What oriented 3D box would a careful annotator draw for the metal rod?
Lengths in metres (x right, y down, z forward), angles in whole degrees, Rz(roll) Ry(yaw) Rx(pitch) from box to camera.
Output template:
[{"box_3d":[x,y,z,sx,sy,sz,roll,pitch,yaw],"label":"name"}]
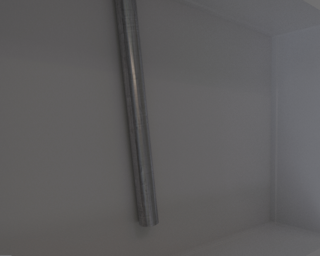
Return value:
[{"box_3d":[-0.029,-0.027,0.381,0.025,0.025,0.298,-10,96,-40],"label":"metal rod"}]
